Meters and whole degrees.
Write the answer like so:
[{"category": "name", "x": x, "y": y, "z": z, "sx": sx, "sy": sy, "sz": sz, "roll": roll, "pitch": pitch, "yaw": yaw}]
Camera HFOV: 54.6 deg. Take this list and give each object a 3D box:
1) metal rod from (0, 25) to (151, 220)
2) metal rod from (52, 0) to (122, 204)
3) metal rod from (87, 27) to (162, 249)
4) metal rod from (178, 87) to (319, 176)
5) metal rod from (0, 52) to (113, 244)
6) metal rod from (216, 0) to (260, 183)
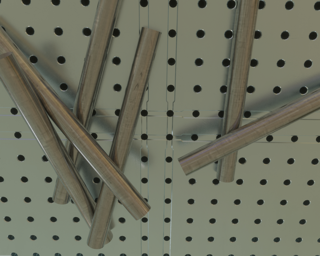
[{"category": "metal rod", "x": -0.115, "y": -0.009, "z": 0.378, "sx": 0.025, "sy": 0.025, "sz": 0.300, "roll": -38, "pitch": 95, "yaw": 13}, {"category": "metal rod", "x": -0.098, "y": -0.030, "z": 0.401, "sx": 0.025, "sy": 0.025, "sz": 0.298, "roll": 17, "pitch": 109, "yaw": -6}, {"category": "metal rod", "x": -0.050, "y": 0.023, "z": 0.403, "sx": 0.025, "sy": 0.025, "sz": 0.298, "roll": 15, "pitch": 103, "yaw": -6}, {"category": "metal rod", "x": 0.162, "y": -0.018, "z": 0.389, "sx": 0.301, "sy": 0.025, "sz": 0.025, "roll": -27, "pitch": 108, "yaw": 2}, {"category": "metal rod", "x": -0.125, "y": 0.047, "z": 0.398, "sx": 0.025, "sy": 0.025, "sz": 0.299, "roll": -15, "pitch": 121, "yaw": 5}, {"category": "metal rod", "x": 0.099, "y": -0.069, "z": 0.388, "sx": 0.025, "sy": 0.025, "sz": 0.298, "roll": 2, "pitch": 110, "yaw": -1}]
